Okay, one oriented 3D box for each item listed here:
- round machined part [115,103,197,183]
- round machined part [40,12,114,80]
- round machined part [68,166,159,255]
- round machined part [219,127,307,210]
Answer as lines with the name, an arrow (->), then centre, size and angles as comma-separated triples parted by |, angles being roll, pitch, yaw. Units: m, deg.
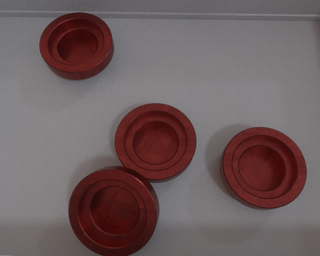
round machined part -> -0.005, 0.021, 0.393 | 0.099, 0.042, 0.098 | 0, 70, 0
round machined part -> -0.114, -0.111, 0.440 | 0.099, 0.042, 0.098 | 0, 70, 0
round machined part -> -0.049, 0.091, 0.354 | 0.098, 0.042, 0.097 | 1, 94, 8
round machined part -> 0.123, 0.051, 0.383 | 0.099, 0.042, 0.098 | 0, 70, 0
